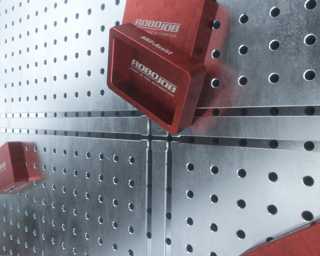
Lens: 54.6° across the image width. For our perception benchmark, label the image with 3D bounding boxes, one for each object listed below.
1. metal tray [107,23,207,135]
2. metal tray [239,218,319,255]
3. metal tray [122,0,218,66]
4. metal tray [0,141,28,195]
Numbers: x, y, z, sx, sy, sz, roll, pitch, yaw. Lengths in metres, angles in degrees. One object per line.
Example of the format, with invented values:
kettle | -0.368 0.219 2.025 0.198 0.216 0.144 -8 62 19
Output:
metal tray | -0.011 -0.062 0.384 0.130 0.030 0.089 36 136 26
metal tray | 0.145 0.140 0.286 0.129 0.030 0.090 -41 65 32
metal tray | 0.004 -0.127 0.404 0.130 0.030 0.089 22 104 38
metal tray | -0.347 0.093 0.695 0.130 0.030 0.090 -27 73 36
